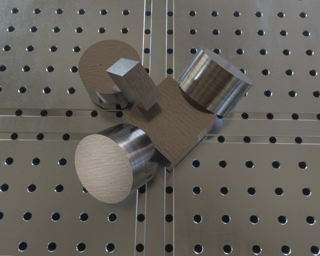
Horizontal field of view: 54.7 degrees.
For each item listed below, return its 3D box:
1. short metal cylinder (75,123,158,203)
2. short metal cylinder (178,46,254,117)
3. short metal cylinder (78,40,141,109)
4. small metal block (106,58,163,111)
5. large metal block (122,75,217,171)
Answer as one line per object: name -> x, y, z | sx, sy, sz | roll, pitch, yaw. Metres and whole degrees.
short metal cylinder -> -0.050, 0.039, 0.358 | 0.080, 0.050, 0.079 | 9, 108, 28
short metal cylinder -> 0.070, -0.059, 0.393 | 0.080, 0.080, 0.050 | 41, 114, 13
short metal cylinder -> -0.064, -0.072, 0.421 | 0.081, 0.050, 0.080 | 0, 70, 0
small metal block -> -0.030, -0.052, 0.361 | 0.025, 0.050, 0.050 | -43, 32, -12
large metal block -> 0.012, -0.005, 0.394 | 0.080, 0.050, 0.080 | 43, 75, 14
